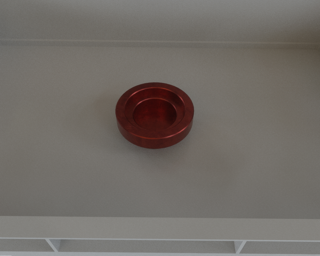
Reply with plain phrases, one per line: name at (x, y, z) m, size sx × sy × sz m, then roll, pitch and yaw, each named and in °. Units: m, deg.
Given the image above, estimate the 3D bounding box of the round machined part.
round machined part at (-0.007, -0.012, 0.404) m, size 0.099 × 0.042 × 0.098 m, roll 0°, pitch 50°, yaw 0°
